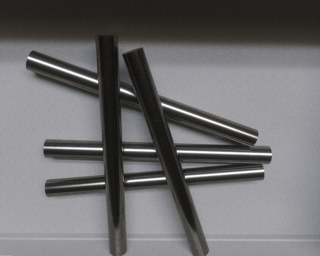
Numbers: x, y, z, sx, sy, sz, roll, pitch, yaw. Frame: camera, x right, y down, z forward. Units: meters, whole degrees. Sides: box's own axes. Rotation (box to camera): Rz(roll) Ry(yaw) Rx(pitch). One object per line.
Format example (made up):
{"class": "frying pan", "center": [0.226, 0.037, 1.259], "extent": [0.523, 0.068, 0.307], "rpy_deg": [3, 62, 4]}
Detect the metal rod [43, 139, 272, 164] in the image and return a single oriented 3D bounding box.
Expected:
{"class": "metal rod", "center": [-0.002, 0.032, 0.421], "extent": [0.302, 0.025, 0.025], "rpy_deg": [2, 110, -1]}

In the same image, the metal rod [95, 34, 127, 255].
{"class": "metal rod", "center": [-0.060, 0.037, 0.395], "extent": [0.025, 0.025, 0.298], "rpy_deg": [0, 110, -1]}

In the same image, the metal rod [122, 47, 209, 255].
{"class": "metal rod", "center": [0.014, 0.046, 0.400], "extent": [0.025, 0.025, 0.298], "rpy_deg": [-17, 110, 6]}

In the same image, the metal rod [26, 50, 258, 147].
{"class": "metal rod", "center": [-0.016, -0.034, 0.396], "extent": [0.302, 0.025, 0.025], "rpy_deg": [19, 109, -8]}

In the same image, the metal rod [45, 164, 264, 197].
{"class": "metal rod", "center": [-0.008, 0.073, 0.437], "extent": [0.302, 0.025, 0.025], "rpy_deg": [-5, 110, 1]}
